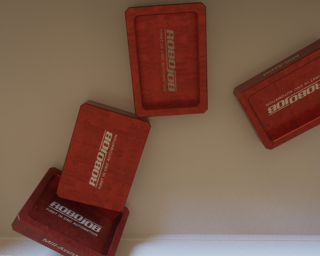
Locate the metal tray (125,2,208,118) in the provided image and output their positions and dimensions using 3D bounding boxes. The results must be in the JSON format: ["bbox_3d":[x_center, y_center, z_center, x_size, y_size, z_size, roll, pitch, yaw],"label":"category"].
[{"bbox_3d":[0.010,-0.081,0.378,0.091,0.030,0.129,-4,110,1],"label":"metal tray"}]

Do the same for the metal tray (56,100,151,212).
[{"bbox_3d":[-0.074,0.038,0.410,0.091,0.030,0.129,17,101,-9],"label":"metal tray"}]

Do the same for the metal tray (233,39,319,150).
[{"bbox_3d":[0.173,-0.041,0.394,0.130,0.030,0.090,-30,108,10],"label":"metal tray"}]

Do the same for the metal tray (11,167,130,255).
[{"bbox_3d":[-0.114,0.121,0.417,0.130,0.090,0.030,33,127,-11],"label":"metal tray"}]
